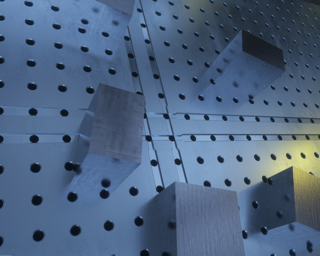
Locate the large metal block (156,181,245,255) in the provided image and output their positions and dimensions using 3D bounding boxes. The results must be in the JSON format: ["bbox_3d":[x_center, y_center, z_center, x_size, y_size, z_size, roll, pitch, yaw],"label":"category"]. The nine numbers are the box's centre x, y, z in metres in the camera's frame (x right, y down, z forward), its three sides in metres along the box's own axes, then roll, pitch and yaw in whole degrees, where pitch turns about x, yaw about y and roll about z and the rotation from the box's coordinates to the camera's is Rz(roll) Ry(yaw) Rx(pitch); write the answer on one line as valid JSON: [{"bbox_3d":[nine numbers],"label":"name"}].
[{"bbox_3d":[0.043,0.111,0.347,0.081,0.050,0.080,13,56,-21],"label":"large metal block"}]

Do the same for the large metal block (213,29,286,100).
[{"bbox_3d":[0.144,-0.102,0.512,0.080,0.080,0.050,20,54,-16],"label":"large metal block"}]

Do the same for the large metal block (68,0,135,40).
[{"bbox_3d":[-0.083,-0.190,0.463,0.080,0.050,0.080,17,55,-19],"label":"large metal block"}]

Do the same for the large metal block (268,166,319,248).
[{"bbox_3d":[0.200,0.111,0.431,0.080,0.050,0.080,24,53,-14],"label":"large metal block"}]

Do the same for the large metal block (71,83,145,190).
[{"bbox_3d":[-0.056,0.012,0.335,0.050,0.080,0.080,15,56,-20],"label":"large metal block"}]
